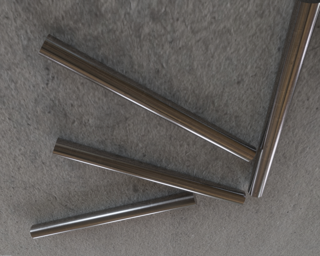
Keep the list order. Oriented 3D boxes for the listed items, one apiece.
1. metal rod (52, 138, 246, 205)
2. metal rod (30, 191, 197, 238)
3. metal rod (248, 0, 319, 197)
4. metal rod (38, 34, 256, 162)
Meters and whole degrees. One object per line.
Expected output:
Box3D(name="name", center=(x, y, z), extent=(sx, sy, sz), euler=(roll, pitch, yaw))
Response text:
Box3D(name="metal rod", center=(-0.006, 0.069, 0.466), extent=(0.302, 0.025, 0.025), euler=(18, 128, -15))
Box3D(name="metal rod", center=(-0.086, 0.151, 0.534), extent=(0.301, 0.025, 0.025), euler=(-15, 129, 11))
Box3D(name="metal rod", center=(0.149, -0.012, 0.398), extent=(0.025, 0.025, 0.298), euler=(-1, 130, 1))
Box3D(name="metal rod", center=(0.002, -0.026, 0.384), extent=(0.301, 0.025, 0.025), euler=(27, 125, -22))
